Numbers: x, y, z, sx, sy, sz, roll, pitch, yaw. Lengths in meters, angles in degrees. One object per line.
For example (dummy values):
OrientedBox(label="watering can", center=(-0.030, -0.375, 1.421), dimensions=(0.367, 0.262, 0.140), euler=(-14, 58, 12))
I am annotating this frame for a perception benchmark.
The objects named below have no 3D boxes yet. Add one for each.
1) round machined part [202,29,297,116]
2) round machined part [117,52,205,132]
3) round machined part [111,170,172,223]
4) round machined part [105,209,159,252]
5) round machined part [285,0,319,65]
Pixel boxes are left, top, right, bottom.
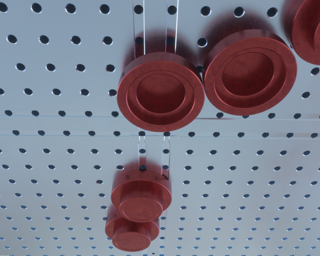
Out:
OrientedBox(label="round machined part", center=(0.096, -0.064, 0.347), dimensions=(0.099, 0.042, 0.097), euler=(0, 130, 0))
OrientedBox(label="round machined part", center=(0.001, -0.045, 0.362), dimensions=(0.099, 0.042, 0.097), euler=(0, 131, 0))
OrientedBox(label="round machined part", center=(-0.030, 0.116, 0.499), dimensions=(0.099, 0.042, 0.097), euler=(-1, 130, 0))
OrientedBox(label="round machined part", center=(-0.050, 0.188, 0.560), dimensions=(0.099, 0.042, 0.097), euler=(-1, 130, 0))
OrientedBox(label="round machined part", center=(0.184, -0.106, 0.313), dimensions=(0.099, 0.042, 0.097), euler=(-1, 130, 0))
